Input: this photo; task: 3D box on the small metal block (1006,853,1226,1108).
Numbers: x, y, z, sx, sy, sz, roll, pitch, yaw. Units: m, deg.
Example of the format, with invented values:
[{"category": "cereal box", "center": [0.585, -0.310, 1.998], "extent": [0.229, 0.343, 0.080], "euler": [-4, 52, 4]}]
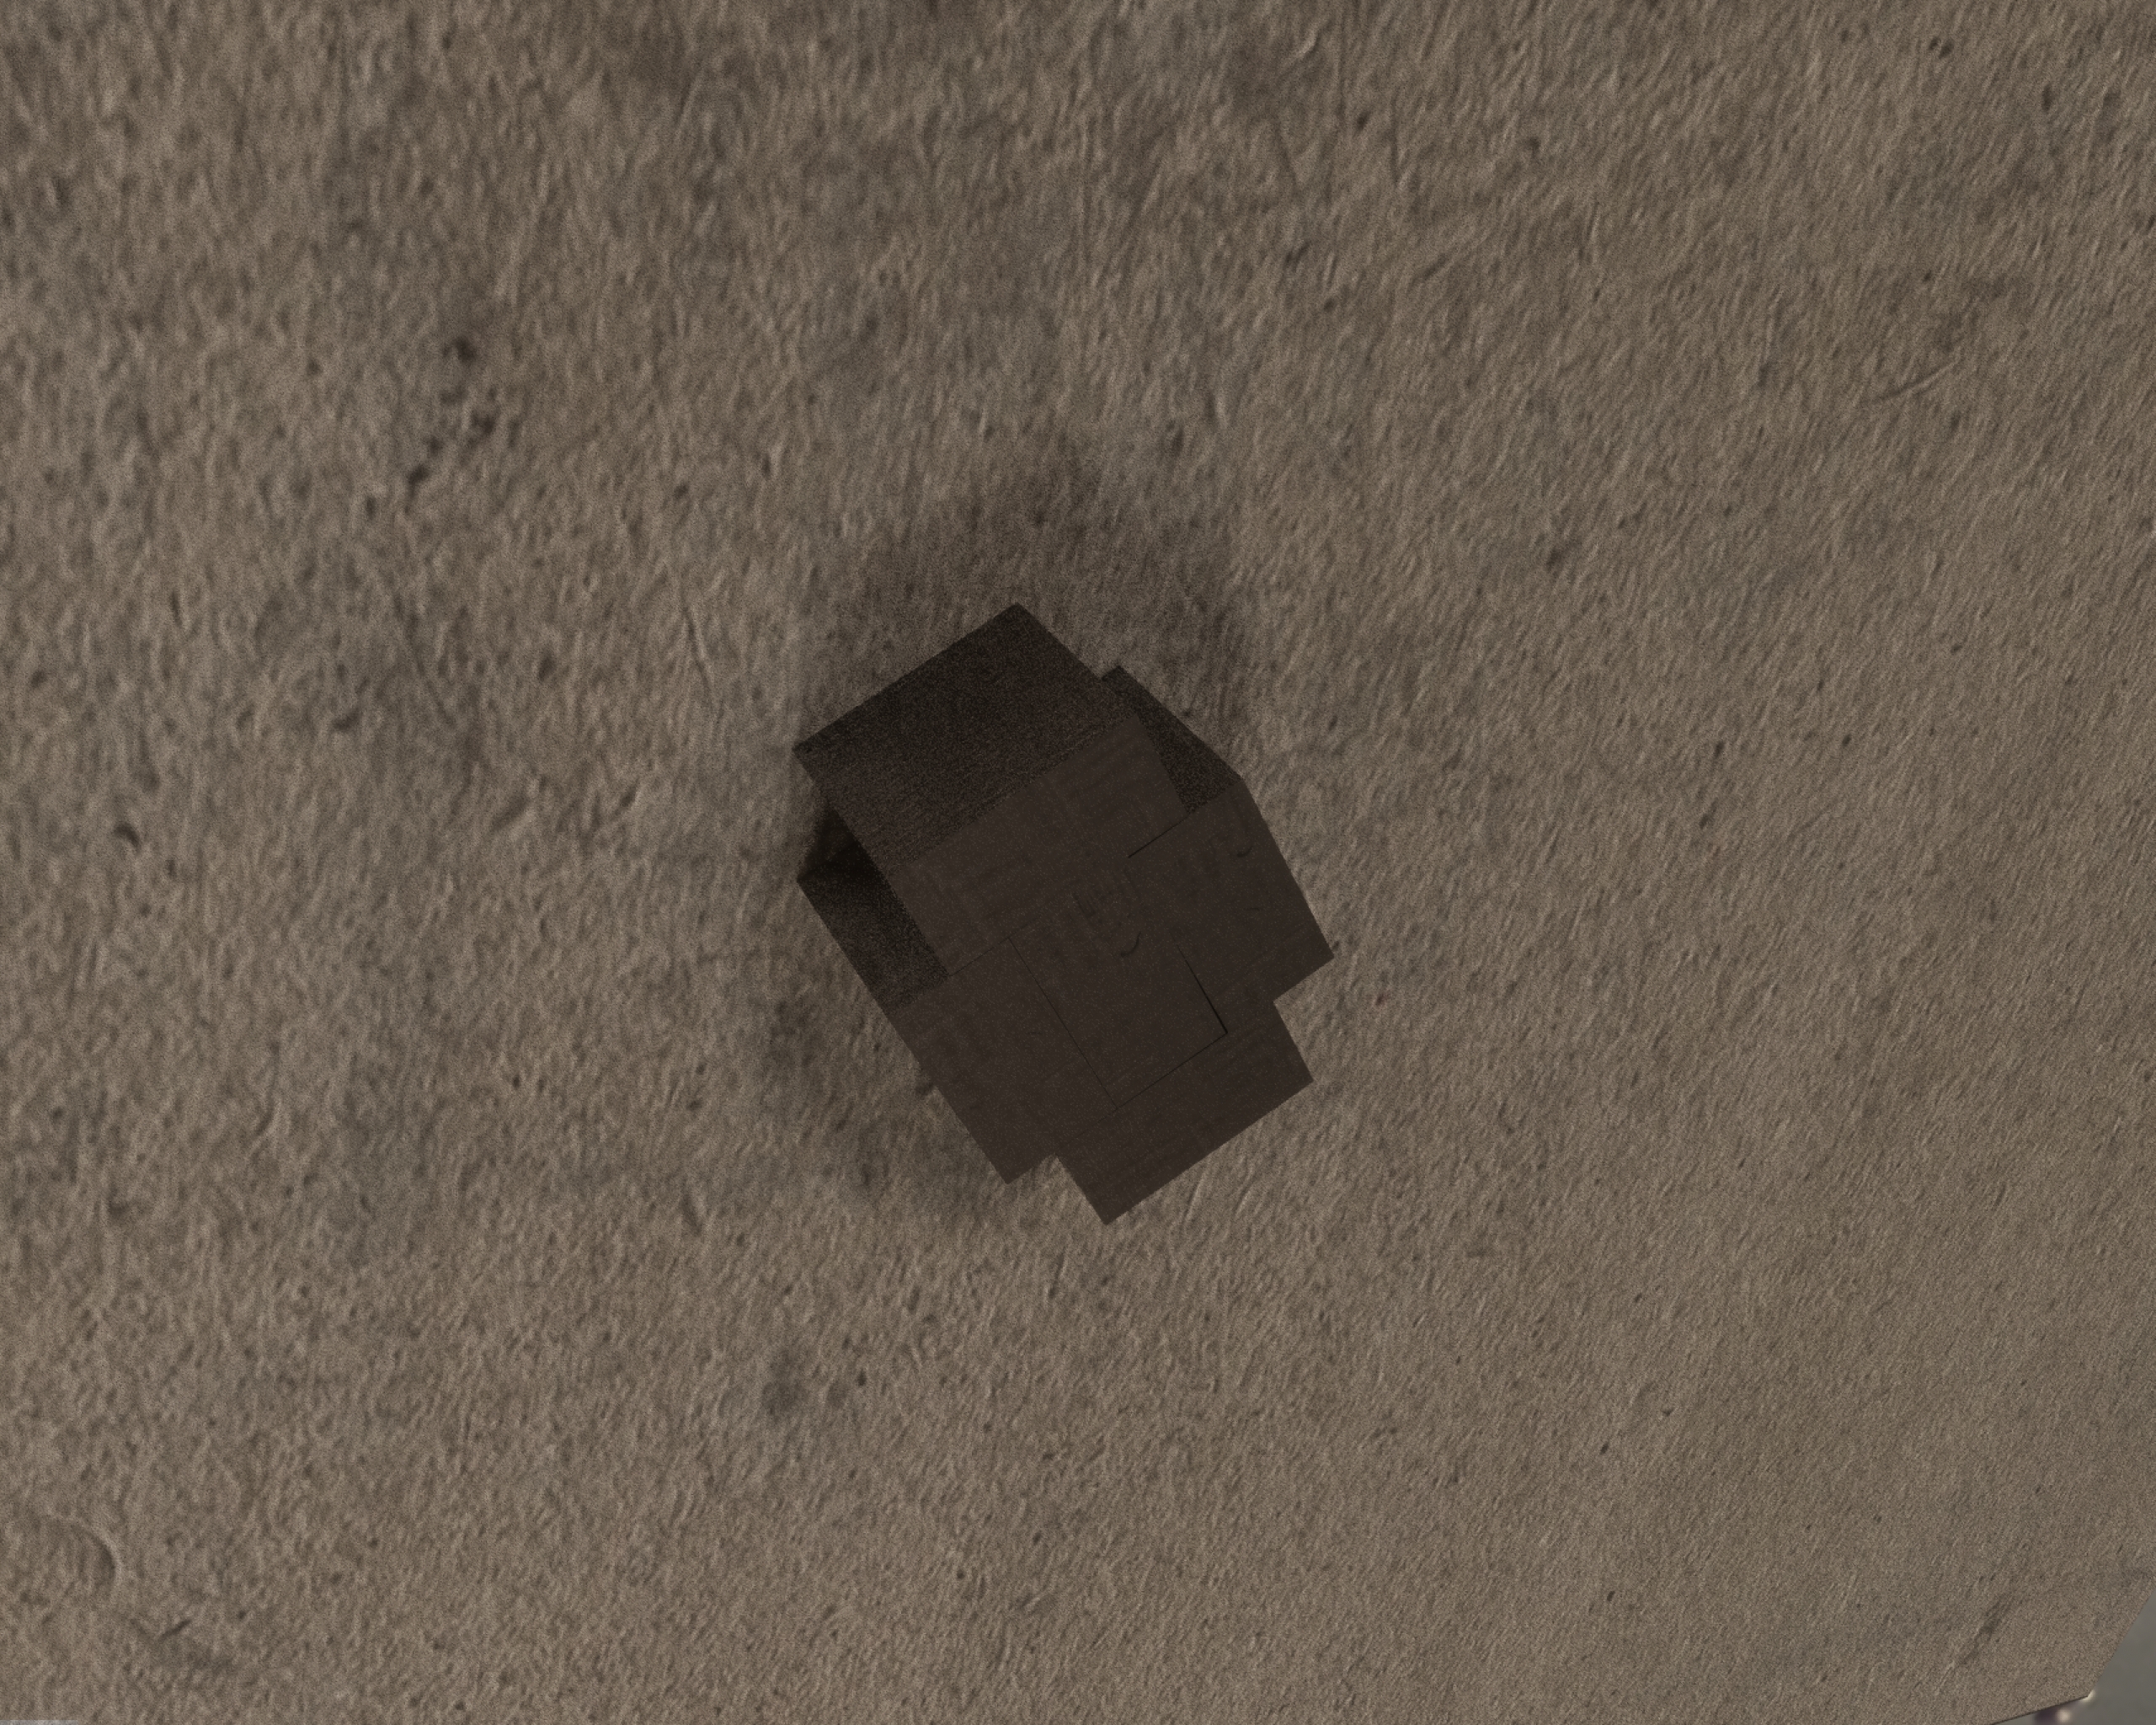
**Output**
[{"category": "small metal block", "center": [-0.003, 0.011, 0.398], "extent": [0.025, 0.050, 0.050], "euler": [-35, 129, -6]}]

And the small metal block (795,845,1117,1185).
[{"category": "small metal block", "center": [-0.023, 0.025, 0.395], "extent": [0.025, 0.050, 0.050], "euler": [-35, 129, -6]}]

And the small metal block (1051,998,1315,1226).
[{"category": "small metal block", "center": [0.011, 0.037, 0.422], "extent": [0.050, 0.050, 0.025], "euler": [-34, 129, -6]}]

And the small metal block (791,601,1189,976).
[{"category": "small metal block", "center": [-0.017, -0.015, 0.375], "extent": [0.050, 0.050, 0.025], "euler": [-34, 129, -6]}]

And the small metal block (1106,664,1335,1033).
[{"category": "small metal block", "center": [0.018, -0.003, 0.401], "extent": [0.025, 0.050, 0.050], "euler": [-35, 129, -5]}]
